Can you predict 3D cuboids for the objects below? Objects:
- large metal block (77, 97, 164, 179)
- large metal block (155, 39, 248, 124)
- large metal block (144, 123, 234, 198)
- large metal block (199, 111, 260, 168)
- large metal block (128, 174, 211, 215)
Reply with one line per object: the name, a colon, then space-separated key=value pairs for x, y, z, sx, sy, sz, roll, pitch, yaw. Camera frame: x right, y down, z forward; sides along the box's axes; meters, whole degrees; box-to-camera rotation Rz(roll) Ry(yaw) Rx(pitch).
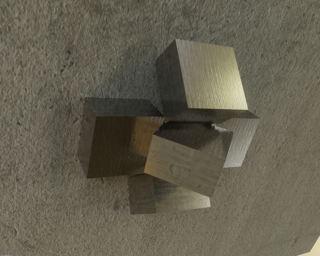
large metal block: x=-0.049 y=0.010 z=0.373 sx=0.081 sy=0.050 sz=0.079 roll=-1 pitch=119 yaw=-29
large metal block: x=0.047 y=-0.051 z=0.361 sx=0.081 sy=0.080 sz=0.050 roll=0 pitch=162 yaw=-28
large metal block: x=0.037 y=0.028 z=0.369 sx=0.080 sy=0.080 sz=0.050 roll=19 pitch=116 yaw=11
large metal block: x=0.083 y=0.010 z=0.442 sx=0.081 sy=0.050 sz=0.079 roll=0 pitch=119 yaw=-29
large metal block: x=0.010 y=0.089 z=0.427 sx=0.081 sy=0.080 sz=0.050 roll=2 pitch=75 yaw=-29
